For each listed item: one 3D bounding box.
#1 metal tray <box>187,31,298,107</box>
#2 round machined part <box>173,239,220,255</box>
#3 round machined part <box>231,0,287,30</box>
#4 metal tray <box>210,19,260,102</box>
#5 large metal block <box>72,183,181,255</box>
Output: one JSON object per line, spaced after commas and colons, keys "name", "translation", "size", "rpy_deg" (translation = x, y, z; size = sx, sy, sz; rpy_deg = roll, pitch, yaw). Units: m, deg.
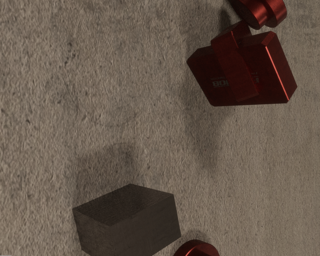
{"name": "metal tray", "translation": [0.110, -0.075, 0.430], "size": [0.030, 0.130, 0.090], "rpy_deg": [-49, 120, -28]}
{"name": "round machined part", "translation": [0.058, 0.216, 0.446], "size": [0.099, 0.042, 0.097], "rpy_deg": [0, 90, -40]}
{"name": "round machined part", "translation": [0.153, -0.198, 0.501], "size": [0.042, 0.098, 0.098], "rpy_deg": [-43, 123, 9]}
{"name": "metal tray", "translation": [0.119, -0.103, 0.451], "size": [0.090, 0.030, 0.131], "rpy_deg": [62, 31, -14]}
{"name": "large metal block", "translation": [-0.037, 0.104, 0.340], "size": [0.081, 0.080, 0.050], "rpy_deg": [-18, 102, -39]}
